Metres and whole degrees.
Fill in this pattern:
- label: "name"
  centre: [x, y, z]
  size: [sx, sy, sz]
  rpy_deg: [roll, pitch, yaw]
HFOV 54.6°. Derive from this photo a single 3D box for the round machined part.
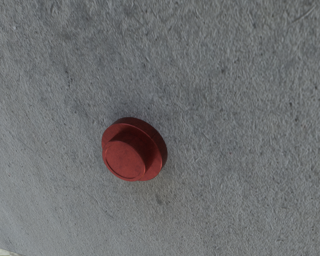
- label: "round machined part"
  centre: [-0.042, 0.037, 0.442]
  size: [0.098, 0.042, 0.097]
  rpy_deg: [13, 124, 21]
